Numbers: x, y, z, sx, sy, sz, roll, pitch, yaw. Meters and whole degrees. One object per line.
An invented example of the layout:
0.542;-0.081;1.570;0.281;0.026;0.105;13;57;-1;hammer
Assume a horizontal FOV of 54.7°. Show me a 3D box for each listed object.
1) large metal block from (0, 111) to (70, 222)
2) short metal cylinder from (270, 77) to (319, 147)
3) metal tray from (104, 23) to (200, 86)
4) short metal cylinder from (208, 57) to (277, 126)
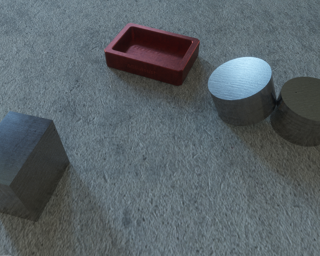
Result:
-0.146;0.042;0.331;0.050;0.080;0.080;12;51;9;large metal block
0.193;-0.022;0.407;0.081;0.050;0.080;0;50;0;short metal cylinder
-0.011;-0.122;0.502;0.130;0.030;0.090;18;52;14;metal tray
0.110;-0.049;0.412;0.080;0.050;0.080;-15;45;16;short metal cylinder
